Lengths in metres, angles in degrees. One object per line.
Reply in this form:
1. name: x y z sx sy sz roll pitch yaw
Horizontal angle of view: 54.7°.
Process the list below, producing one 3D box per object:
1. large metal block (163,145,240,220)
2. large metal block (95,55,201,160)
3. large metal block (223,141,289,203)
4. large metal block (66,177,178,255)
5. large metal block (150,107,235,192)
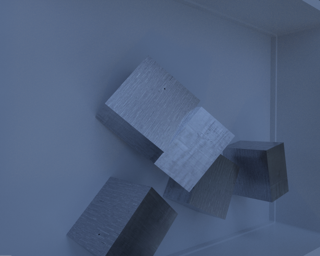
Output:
1. large metal block: 0.061 0.076 0.441 0.080 0.050 0.080 32 70 -36
2. large metal block: -0.014 -0.022 0.361 0.080 0.050 0.080 40 64 -8
3. large metal block: 0.153 0.066 0.499 0.050 0.080 0.079 -15 100 -39
4. large metal block: -0.041 0.105 0.336 0.050 0.080 0.080 51 60 -28
5. large metal block: 0.032 0.022 0.374 0.050 0.080 0.080 41 85 -8
